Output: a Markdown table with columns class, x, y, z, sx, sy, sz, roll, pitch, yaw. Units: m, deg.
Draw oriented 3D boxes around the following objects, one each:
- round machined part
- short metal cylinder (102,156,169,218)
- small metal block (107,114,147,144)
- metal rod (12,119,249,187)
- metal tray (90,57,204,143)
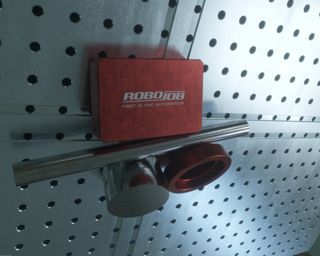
| class | x | y | z | sx | sy | sz | roll | pitch | yaw |
| --- | --- | --- | --- | --- | --- | --- | --- | --- | --- |
| round machined part | 0.049 | 0.051 | 0.445 | 0.099 | 0.042 | 0.098 | -18 | 148 | -12 |
| short metal cylinder | -0.033 | 0.076 | 0.410 | 0.081 | 0.050 | 0.080 | -11 | 140 | -9 |
| small metal block | -0.035 | 0.015 | 0.414 | 0.050 | 0.025 | 0.050 | 19 | 108 | -36 |
| metal rod | -0.016 | 0.024 | 0.385 | 0.303 | 0.025 | 0.025 | -11 | 123 | -23 |
| metal tray | -0.012 | -0.035 | 0.363 | 0.131 | 0.030 | 0.089 | -5 | 102 | -27 |
